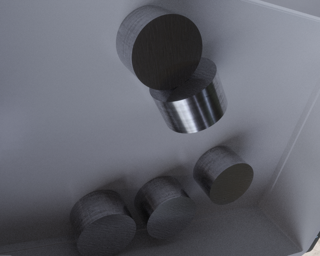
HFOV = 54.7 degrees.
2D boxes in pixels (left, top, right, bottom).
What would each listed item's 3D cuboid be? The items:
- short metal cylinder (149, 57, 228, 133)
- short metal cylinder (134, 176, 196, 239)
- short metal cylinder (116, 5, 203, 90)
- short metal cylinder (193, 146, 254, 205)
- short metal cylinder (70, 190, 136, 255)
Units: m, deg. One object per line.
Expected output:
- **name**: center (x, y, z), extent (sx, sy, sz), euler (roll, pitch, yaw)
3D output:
- **short metal cylinder**: center (0.034, -0.040, 0.367), extent (0.080, 0.080, 0.050), euler (-33, 129, -7)
- **short metal cylinder**: center (0.008, 0.120, 0.471), extent (0.081, 0.050, 0.079), euler (-14, 124, -21)
- **short metal cylinder**: center (-0.002, -0.088, 0.337), extent (0.081, 0.050, 0.079), euler (-14, 124, -21)
- **short metal cylinder**: center (0.100, 0.075, 0.493), extent (0.081, 0.050, 0.079), euler (-14, 124, -21)
- **short metal cylinder**: center (-0.080, 0.133, 0.431), extent (0.081, 0.050, 0.079), euler (-14, 124, -21)
